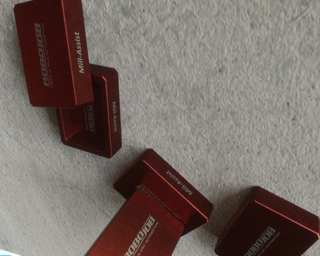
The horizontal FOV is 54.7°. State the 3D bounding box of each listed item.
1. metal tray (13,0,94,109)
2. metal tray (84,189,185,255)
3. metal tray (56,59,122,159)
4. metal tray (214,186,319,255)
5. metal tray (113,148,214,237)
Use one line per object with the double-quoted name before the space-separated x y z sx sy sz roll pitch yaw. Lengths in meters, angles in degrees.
"metal tray" -0.133 -0.091 0.389 0.090 0.030 0.129 4 106 32
"metal tray" -0.031 0.153 0.409 0.090 0.131 0.030 40 129 0
"metal tray" -0.103 -0.026 0.439 0.090 0.030 0.129 14 124 19
"metal tray" 0.140 0.148 0.421 0.090 0.030 0.129 27 128 10
"metal tray" 0.003 0.102 0.464 0.130 0.030 0.090 43 129 -2
